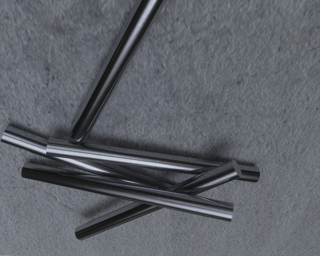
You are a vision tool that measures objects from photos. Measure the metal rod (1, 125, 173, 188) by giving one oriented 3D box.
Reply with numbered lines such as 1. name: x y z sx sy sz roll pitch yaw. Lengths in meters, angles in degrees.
1. metal rod: -0.075 0.063 0.460 0.302 0.025 0.025 23 126 -19

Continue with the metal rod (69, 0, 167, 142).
1. metal rod: -0.034 -0.090 0.329 0.025 0.025 0.298 24 126 -19

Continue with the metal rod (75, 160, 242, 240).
1. metal rod: -0.018 0.118 0.474 0.300 0.025 0.025 -28 125 25

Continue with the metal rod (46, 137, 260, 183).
1. metal rod: -0.001 0.047 0.438 0.302 0.025 0.025 9 130 -12

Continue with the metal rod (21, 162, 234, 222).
1. metal rod: -0.051 0.087 0.436 0.301 0.025 0.025 10 131 9
